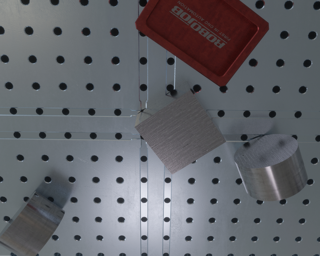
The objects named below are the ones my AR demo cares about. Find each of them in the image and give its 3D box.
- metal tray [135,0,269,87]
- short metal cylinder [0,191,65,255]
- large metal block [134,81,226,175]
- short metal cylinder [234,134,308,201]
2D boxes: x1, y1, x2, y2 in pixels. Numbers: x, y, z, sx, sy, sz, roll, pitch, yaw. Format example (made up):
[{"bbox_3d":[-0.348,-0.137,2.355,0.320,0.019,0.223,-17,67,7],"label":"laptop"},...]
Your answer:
[{"bbox_3d":[0.048,-0.121,0.366,0.130,0.030,0.090,32,107,-12],"label":"metal tray"},{"bbox_3d":[-0.180,0.136,0.432,0.050,0.080,0.080,40,105,-14],"label":"short metal cylinder"},{"bbox_3d":[0.025,-0.001,0.400,0.080,0.050,0.080,-33,107,11],"label":"large metal block"},{"bbox_3d":[0.143,0.050,0.404,0.080,0.080,0.050,-21,109,7],"label":"short metal cylinder"}]
